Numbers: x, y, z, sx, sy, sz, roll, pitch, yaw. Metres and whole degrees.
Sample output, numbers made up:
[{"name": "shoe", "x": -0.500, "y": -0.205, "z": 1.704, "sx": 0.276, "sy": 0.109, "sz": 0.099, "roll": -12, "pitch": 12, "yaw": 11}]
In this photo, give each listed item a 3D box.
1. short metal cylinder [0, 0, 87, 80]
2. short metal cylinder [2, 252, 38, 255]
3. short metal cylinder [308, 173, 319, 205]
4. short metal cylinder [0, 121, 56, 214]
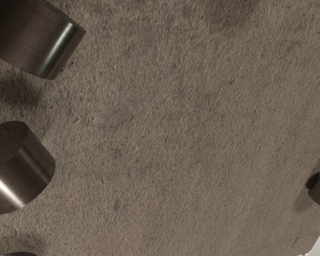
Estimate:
[{"name": "short metal cylinder", "x": -0.110, "y": -0.084, "z": 0.259, "sx": 0.080, "sy": 0.080, "sz": 0.050, "roll": 29, "pitch": 102, "yaw": -38}, {"name": "short metal cylinder", "x": -0.197, "y": 0.216, "z": 0.417, "sx": 0.081, "sy": 0.050, "sz": 0.079, "roll": -14, "pitch": 125, "yaw": -21}, {"name": "short metal cylinder", "x": 0.368, "y": 0.136, "z": 0.661, "sx": 0.081, "sy": 0.080, "sz": 0.050, "roll": 4, "pitch": 116, "yaw": -31}, {"name": "short metal cylinder", "x": -0.155, "y": 0.038, "z": 0.311, "sx": 0.080, "sy": 0.080, "sz": 0.050, "roll": -31, "pitch": 129, "yaw": -9}]
